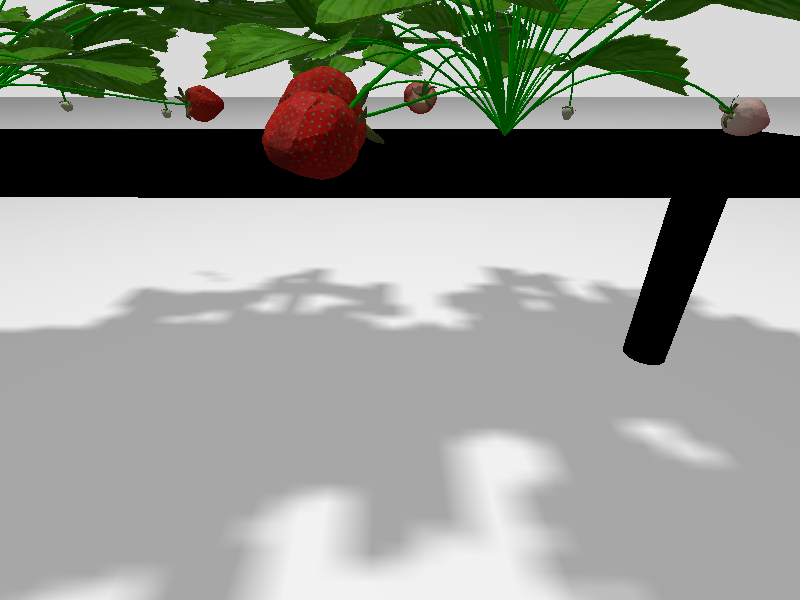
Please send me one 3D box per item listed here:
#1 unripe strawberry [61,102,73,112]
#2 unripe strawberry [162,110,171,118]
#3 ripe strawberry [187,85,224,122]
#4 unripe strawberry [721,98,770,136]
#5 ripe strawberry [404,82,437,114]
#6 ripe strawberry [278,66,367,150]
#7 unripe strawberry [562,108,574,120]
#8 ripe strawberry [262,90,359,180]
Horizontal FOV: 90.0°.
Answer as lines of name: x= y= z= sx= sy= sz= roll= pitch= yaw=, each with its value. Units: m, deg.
unripe strawberry: x=-0.443 y=-0.257 z=0.532 sx=0.013 sy=0.012 sz=0.012 roll=-9 pitch=29 yaw=-16
unripe strawberry: x=-0.277 y=-0.221 z=0.476 sx=0.009 sy=0.010 sz=0.010 roll=13 pitch=31 yaw=23
ripe strawberry: x=-0.207 y=-0.208 z=0.426 sx=0.035 sy=0.035 sz=0.039 roll=-20 pitch=34 yaw=-33
unripe strawberry: x=0.262 y=-0.137 z=0.302 sx=0.030 sy=0.026 sz=0.030 roll=17 pitch=29 yaw=-2
ripe strawberry: x=0.026 y=-0.265 z=0.528 sx=0.044 sy=0.039 sz=0.040 roll=-7 pitch=16 yaw=-12
ripe strawberry: x=-0.038 y=-0.085 z=0.188 sx=0.038 sy=0.043 sz=0.041 roll=22 pitch=36 yaw=35
unripe strawberry: x=0.188 y=-0.209 z=0.449 sx=0.012 sy=0.013 sz=0.014 roll=19 pitch=33 yaw=31
ripe strawberry: x=-0.035 y=-0.062 z=0.155 sx=0.037 sy=0.033 sz=0.034 roll=17 pitch=43 yaw=29
